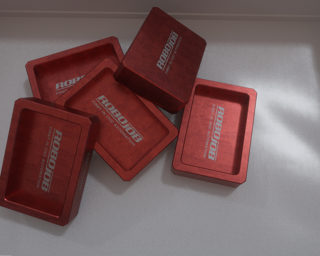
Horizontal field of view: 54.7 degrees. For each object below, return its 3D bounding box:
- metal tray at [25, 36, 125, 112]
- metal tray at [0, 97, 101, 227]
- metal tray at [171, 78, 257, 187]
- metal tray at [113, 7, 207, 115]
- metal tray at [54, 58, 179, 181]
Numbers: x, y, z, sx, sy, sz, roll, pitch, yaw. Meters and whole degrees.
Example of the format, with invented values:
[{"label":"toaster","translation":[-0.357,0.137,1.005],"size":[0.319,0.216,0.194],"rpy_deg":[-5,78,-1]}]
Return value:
[{"label":"metal tray","translation":[-0.107,-0.066,0.428],"size":[0.131,0.030,0.090],"rpy_deg":[-19,71,-8]},{"label":"metal tray","translation":[-0.130,0.038,0.359],"size":[0.090,0.030,0.129],"rpy_deg":[16,99,5]},{"label":"metal tray","translation":[0.071,0.004,0.405],"size":[0.090,0.030,0.130],"rpy_deg":[12,70,4]},{"label":"metal tray","translation":[0.006,-0.091,0.402],"size":[0.090,0.030,0.130],"rpy_deg":[31,51,-13]},{"label":"metal tray","translation":[-0.052,-0.010,0.385],"size":[0.090,0.030,0.130],"rpy_deg":[-43,91,-8]}]
